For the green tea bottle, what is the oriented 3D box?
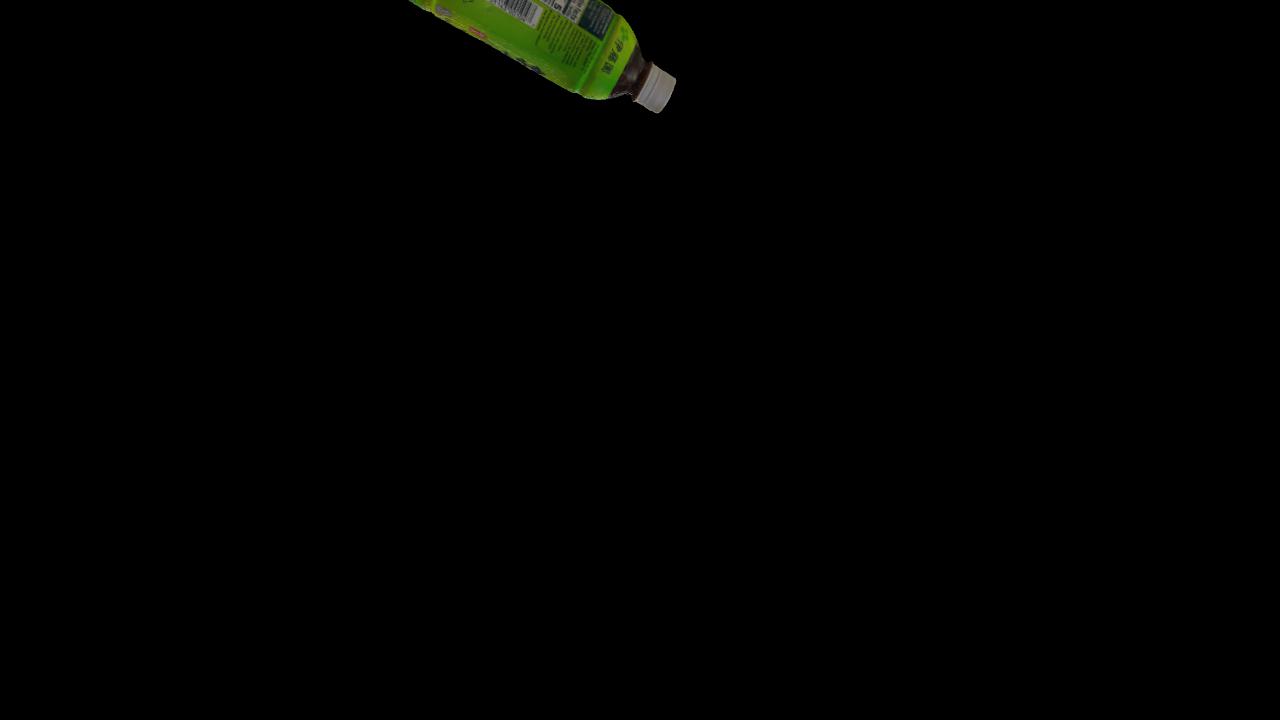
[{"bbox_3d":[-0.070,-0.255,0.470,0.212,0.073,0.073,25,-7,-17],"label":"green tea bottle"}]
